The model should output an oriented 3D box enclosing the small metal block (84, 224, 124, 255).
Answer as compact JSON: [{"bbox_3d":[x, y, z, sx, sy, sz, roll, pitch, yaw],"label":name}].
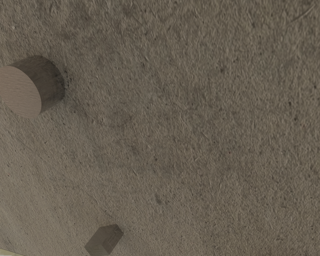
[{"bbox_3d":[-0.104,0.209,0.574,0.050,0.050,0.025,-23,106,36],"label":"small metal block"}]

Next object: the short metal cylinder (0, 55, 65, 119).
[{"bbox_3d":[-0.187,-0.060,0.452,0.080,0.050,0.079,13,124,21],"label":"short metal cylinder"}]
